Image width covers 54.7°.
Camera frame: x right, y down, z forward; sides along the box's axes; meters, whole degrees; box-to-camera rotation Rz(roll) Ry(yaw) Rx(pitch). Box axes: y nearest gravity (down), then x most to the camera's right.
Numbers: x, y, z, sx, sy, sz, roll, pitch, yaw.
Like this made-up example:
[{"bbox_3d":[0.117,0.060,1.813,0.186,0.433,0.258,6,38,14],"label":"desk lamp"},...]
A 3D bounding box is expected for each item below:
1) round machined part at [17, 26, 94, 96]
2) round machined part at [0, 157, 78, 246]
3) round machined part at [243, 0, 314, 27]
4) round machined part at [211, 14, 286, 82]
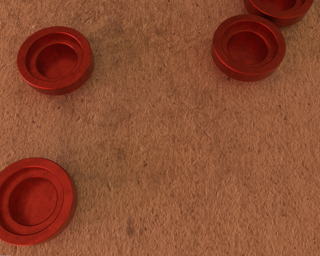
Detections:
[{"bbox_3d":[-0.140,-0.088,0.430,0.099,0.042,0.098,0,70,0],"label":"round machined part"},{"bbox_3d":[-0.146,0.087,0.366,0.099,0.042,0.098,0,70,0],"label":"round machined part"},{"bbox_3d":[0.175,-0.193,0.471,0.099,0.042,0.098,0,70,0],"label":"round machined part"},{"bbox_3d":[0.122,-0.108,0.439,0.099,0.042,0.098,0,70,0],"label":"round machined part"}]
